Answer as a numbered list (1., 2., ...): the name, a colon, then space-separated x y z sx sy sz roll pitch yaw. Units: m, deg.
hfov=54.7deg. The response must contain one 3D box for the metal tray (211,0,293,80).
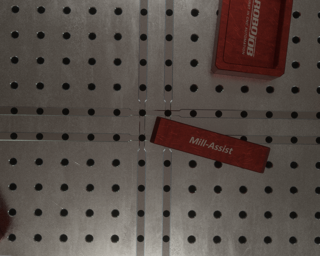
1. metal tray: 0.122 -0.135 0.412 0.091 0.030 0.129 7 90 -1

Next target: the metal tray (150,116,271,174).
1. metal tray: 0.055 0.018 0.381 0.131 0.090 0.030 16 90 -1

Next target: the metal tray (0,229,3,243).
1. metal tray: -0.273 0.110 0.393 0.091 0.030 0.129 -26 90 -21
